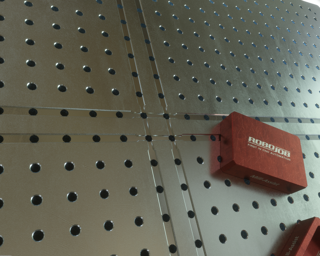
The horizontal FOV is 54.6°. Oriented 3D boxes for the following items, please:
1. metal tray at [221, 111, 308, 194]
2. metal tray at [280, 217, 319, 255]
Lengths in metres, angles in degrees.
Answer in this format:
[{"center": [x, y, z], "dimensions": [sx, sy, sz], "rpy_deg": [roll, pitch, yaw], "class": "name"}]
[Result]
[{"center": [0.154, 0.037, 0.464], "dimensions": [0.131, 0.030, 0.090], "rpy_deg": [19, 54, -17], "class": "metal tray"}, {"center": [0.197, 0.190, 0.394], "dimensions": [0.090, 0.030, 0.131], "rpy_deg": [49, 51, 6], "class": "metal tray"}]
